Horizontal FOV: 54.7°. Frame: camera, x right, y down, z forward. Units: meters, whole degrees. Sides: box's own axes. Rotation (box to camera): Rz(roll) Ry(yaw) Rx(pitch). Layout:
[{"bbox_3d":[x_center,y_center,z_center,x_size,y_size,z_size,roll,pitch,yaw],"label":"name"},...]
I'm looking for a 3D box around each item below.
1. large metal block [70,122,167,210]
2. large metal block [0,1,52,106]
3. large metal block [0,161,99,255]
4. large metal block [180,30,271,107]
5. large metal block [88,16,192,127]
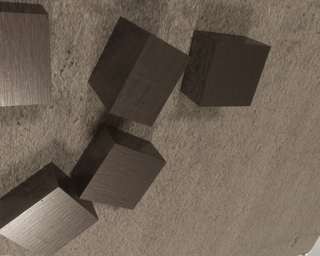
[{"bbox_3d":[-0.053,0.051,0.394,0.080,0.050,0.080,25,105,-37],"label":"large metal block"},{"bbox_3d":[-0.142,-0.066,0.273,0.081,0.050,0.079,-6,121,-26],"label":"large metal block"},{"bbox_3d":[-0.137,0.102,0.380,0.080,0.050,0.080,-36,130,-4],"label":"large metal block"},{"bbox_3d":[0.080,-0.074,0.391,0.081,0.050,0.079,-3,120,-28],"label":"large metal block"},{"bbox_3d":[-0.025,-0.060,0.322,0.050,0.080,0.080,19,108,-36],"label":"large metal block"}]
